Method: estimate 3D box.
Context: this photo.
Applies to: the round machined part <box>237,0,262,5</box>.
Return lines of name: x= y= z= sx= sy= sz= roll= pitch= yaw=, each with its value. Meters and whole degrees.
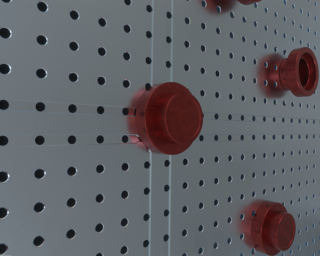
round machined part: x=0.135 y=-0.252 z=0.509 sx=0.099 sy=0.042 sz=0.097 roll=0 pitch=90 yaw=-40

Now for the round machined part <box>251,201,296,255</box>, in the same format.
round machined part: x=0.217 y=0.189 z=0.579 sx=0.099 sy=0.042 sz=0.097 roll=0 pitch=90 yaw=-40

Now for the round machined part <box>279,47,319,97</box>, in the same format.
round machined part: x=0.280 y=-0.111 z=0.630 sx=0.099 sy=0.042 sz=0.097 roll=0 pitch=90 yaw=-40

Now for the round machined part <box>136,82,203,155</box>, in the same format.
round machined part: x=0.019 y=-0.013 z=0.413 sx=0.099 sy=0.042 sz=0.097 roll=0 pitch=90 yaw=-40
